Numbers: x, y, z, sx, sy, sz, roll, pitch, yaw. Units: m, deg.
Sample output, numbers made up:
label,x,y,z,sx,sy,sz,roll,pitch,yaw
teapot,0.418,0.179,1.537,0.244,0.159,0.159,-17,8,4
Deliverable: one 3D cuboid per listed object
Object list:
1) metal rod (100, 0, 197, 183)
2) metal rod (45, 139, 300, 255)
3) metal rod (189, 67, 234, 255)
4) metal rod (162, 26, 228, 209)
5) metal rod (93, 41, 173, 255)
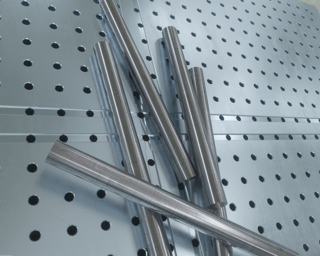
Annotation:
label,x,y,z,sx,sy,sz,roll,pitch,yaw
metal rod,-0.022,-0.064,0.436,0.025,0.025,0.299,-12,68,-34
metal rod,0.025,0.090,0.334,0.301,0.025,0.025,27,52,-12
metal rod,0.065,0.040,0.420,0.025,0.025,0.299,10,57,-23
metal rod,0.041,-0.035,0.438,0.025,0.025,0.299,6,55,-26
metal rod,-0.038,0.018,0.377,0.025,0.025,0.299,-4,64,-31
